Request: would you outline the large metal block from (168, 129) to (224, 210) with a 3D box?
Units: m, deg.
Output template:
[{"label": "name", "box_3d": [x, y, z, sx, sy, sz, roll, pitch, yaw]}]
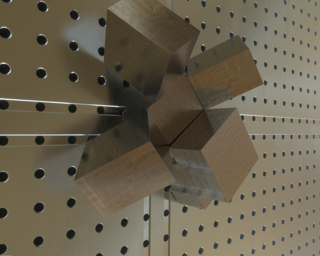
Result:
[{"label": "large metal block", "box_3d": [0.049, 0.052, 0.432, 0.080, 0.050, 0.080, -45, 116, -32]}]

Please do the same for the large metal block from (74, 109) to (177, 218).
[{"label": "large metal block", "box_3d": [-0.034, 0.033, 0.324, 0.080, 0.080, 0.050, -28, 113, 8]}]

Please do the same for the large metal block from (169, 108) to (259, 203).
[{"label": "large metal block", "box_3d": [0.069, 0.031, 0.383, 0.080, 0.050, 0.080, -45, 118, -32]}]

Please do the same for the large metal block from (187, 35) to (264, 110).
[{"label": "large metal block", "box_3d": [0.085, -0.078, 0.422, 0.050, 0.080, 0.080, 59, 17, -23]}]

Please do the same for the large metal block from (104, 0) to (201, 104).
[{"label": "large metal block", "box_3d": [-0.013, -0.087, 0.341, 0.080, 0.080, 0.050, 39, 59, 10]}]

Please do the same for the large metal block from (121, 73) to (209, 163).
[{"label": "large metal block", "box_3d": [0.011, -0.013, 0.401, 0.080, 0.050, 0.080, -46, 117, -30]}]
